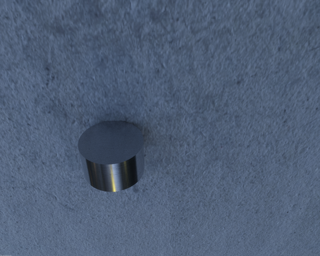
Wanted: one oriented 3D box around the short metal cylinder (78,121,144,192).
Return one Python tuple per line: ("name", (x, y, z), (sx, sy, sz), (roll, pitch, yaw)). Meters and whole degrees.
("short metal cylinder", (-0.061, 0.035, 0.400), (0.081, 0.080, 0.050), (0, 130, -1))
